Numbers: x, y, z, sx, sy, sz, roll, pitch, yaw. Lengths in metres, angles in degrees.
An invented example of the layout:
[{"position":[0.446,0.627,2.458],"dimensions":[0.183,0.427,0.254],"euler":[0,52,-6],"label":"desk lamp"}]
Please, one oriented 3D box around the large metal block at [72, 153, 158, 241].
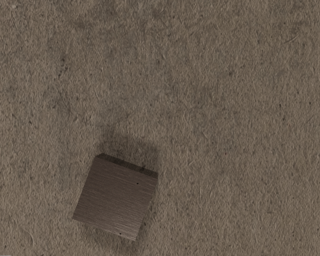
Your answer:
[{"position":[-0.054,0.085,0.397],"dimensions":[0.080,0.050,0.080],"euler":[20,90,-1],"label":"large metal block"}]
